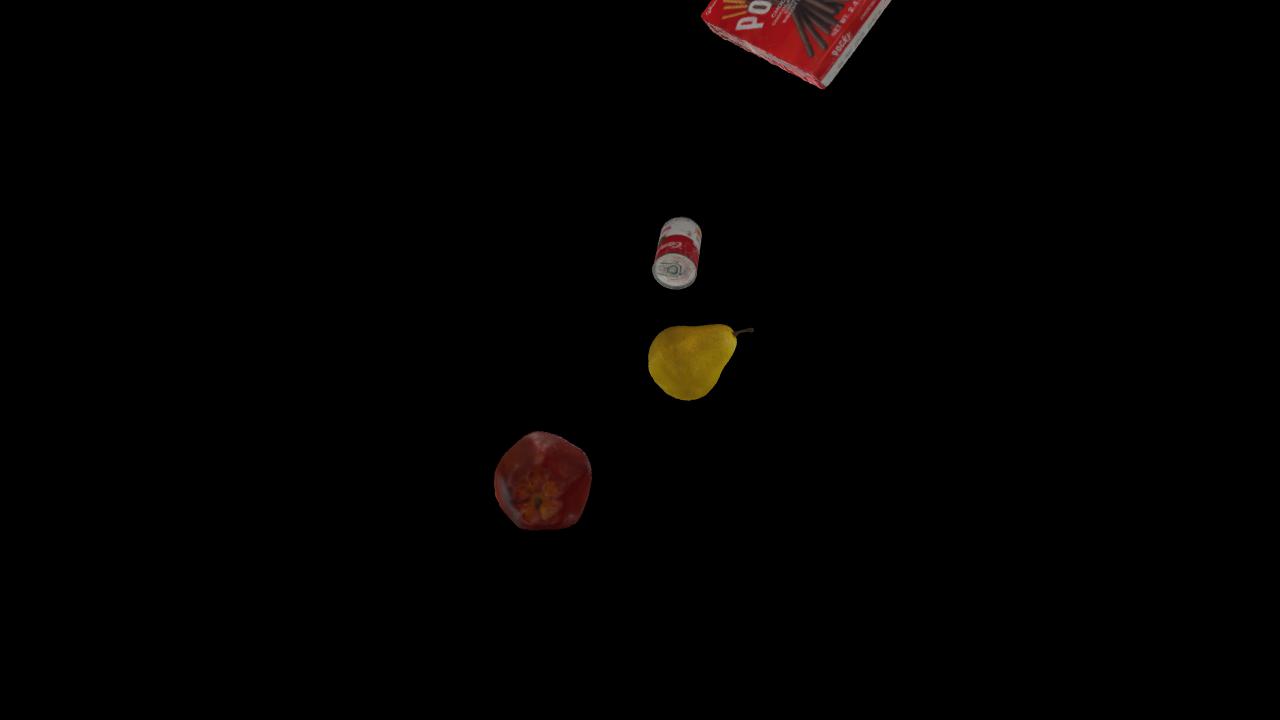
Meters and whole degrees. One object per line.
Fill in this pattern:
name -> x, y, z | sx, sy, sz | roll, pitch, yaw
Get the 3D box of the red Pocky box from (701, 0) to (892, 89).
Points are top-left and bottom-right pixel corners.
red Pocky box -> 0.122, -0.291, 0.507 | 0.028, 0.083, 0.155 | 16, 27, -47

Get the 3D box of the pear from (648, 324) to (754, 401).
pear -> 0.061, -0.011, 0.626 | 0.111, 0.080, 0.080 | -42, -25, 30

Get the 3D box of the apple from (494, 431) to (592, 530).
apple -> -0.076, 0.098, 0.488 | 0.079, 0.079, 0.093 | 0, 4, -8

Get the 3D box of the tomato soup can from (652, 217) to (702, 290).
tomato soup can -> 0.059, -0.166, 0.945 | 0.068, 0.101, 0.068 | 7, -44, 6
